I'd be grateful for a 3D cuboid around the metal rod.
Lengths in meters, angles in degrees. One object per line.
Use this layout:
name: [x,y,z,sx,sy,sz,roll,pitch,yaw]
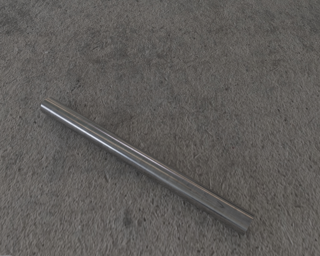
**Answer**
metal rod: [-0.031,0.034,0.374,0.300,0.025,0.025,28,56,21]
